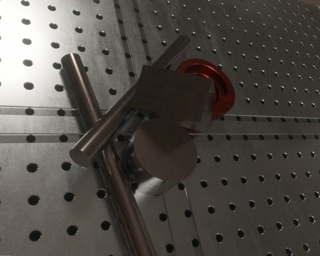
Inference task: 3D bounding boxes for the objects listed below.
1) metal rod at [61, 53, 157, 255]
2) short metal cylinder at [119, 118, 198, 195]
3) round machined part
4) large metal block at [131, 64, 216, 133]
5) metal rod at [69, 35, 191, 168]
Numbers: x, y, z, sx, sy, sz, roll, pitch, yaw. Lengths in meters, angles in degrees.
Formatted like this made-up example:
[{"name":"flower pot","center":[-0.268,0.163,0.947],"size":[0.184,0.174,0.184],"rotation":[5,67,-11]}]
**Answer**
[{"name":"metal rod","center":[-0.057,0.041,0.353],"size":[0.025,0.025,0.299],"rotation":[-12,68,-33]},{"name":"short metal cylinder","center":[-0.003,0.034,0.371],"size":[0.081,0.050,0.080],"rotation":[14,56,-21]},{"name":"round machined part","center":[0.059,-0.053,0.463],"size":[0.099,0.042,0.098],"rotation":[14,56,-21]},{"name":"large metal block","center":[0.021,-0.033,0.377],"size":[0.080,0.080,0.050],"rotation":[14,85,15]},{"name":"metal rod","center":[-0.020,-0.058,0.413],"size":[0.025,0.025,0.301],"rotation":[38,45,-3]}]
